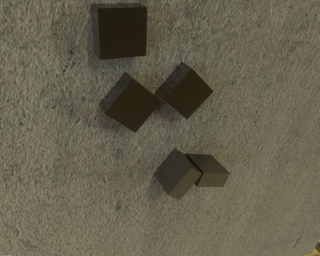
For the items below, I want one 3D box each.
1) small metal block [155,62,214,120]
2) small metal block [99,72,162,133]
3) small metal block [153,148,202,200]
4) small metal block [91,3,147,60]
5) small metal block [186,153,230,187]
[{"bbox_3d":[0.032,-0.047,0.395,0.050,0.025,0.050,-48,129,5],"label":"small metal block"},{"bbox_3d":[-0.035,-0.030,0.369,0.050,0.025,0.050,-49,129,7],"label":"small metal block"},{"bbox_3d":[0.025,0.066,0.445,0.025,0.050,0.050,31,101,-38],"label":"small metal block"},{"bbox_3d":[-0.042,-0.101,0.321,0.050,0.025,0.050,-11,123,-23],"label":"small metal block"},{"bbox_3d":[0.068,0.063,0.467,0.050,0.050,0.025,7,115,-32],"label":"small metal block"}]
